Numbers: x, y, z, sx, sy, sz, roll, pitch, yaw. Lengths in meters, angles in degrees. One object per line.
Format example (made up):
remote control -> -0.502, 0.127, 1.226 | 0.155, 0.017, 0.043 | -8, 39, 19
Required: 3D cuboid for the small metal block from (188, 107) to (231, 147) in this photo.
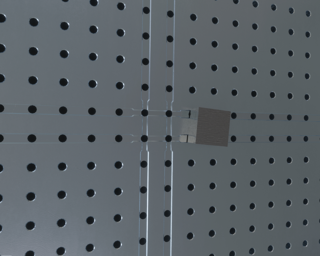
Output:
small metal block -> 0.069, -0.001, 0.438 | 0.050, 0.025, 0.050 | 6, 88, -20
